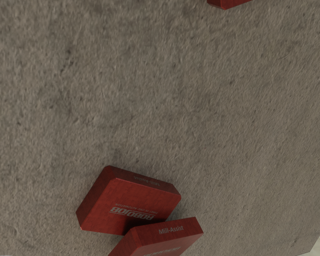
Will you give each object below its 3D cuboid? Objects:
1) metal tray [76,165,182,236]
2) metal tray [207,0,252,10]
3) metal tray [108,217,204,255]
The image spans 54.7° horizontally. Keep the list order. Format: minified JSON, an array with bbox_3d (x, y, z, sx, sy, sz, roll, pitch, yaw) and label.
[{"bbox_3d":[-0.042,0.113,0.452,0.131,0.030,0.090,24,105,-37],"label":"metal tray"},{"bbox_3d":[0.111,-0.197,0.344,0.131,0.030,0.089,-24,128,-14],"label":"metal tray"},{"bbox_3d":[-0.005,0.185,0.491,0.131,0.030,0.089,5,133,-38],"label":"metal tray"}]
